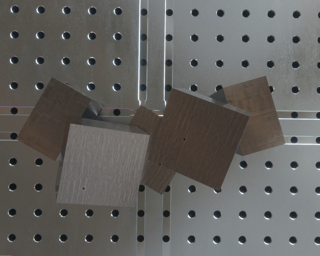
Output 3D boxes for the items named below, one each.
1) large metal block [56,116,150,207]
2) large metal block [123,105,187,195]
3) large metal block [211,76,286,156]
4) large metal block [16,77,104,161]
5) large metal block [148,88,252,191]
[{"bbox_3d":[-0.064,0.036,0.334,0.081,0.050,0.079,9,97,-21],"label":"large metal block"},{"bbox_3d":[-0.010,0.026,0.400,0.080,0.050,0.080,32,90,-1],"label":"large metal block"},{"bbox_3d":[0.106,-0.014,0.387,0.050,0.080,0.080,-16,90,0],"label":"large metal block"},{"bbox_3d":[-0.118,-0.010,0.384,0.050,0.080,0.080,30,90,-1],"label":"large metal block"},{"bbox_3d":[0.044,0.008,0.332,0.080,0.050,0.079,22,103,15],"label":"large metal block"}]
